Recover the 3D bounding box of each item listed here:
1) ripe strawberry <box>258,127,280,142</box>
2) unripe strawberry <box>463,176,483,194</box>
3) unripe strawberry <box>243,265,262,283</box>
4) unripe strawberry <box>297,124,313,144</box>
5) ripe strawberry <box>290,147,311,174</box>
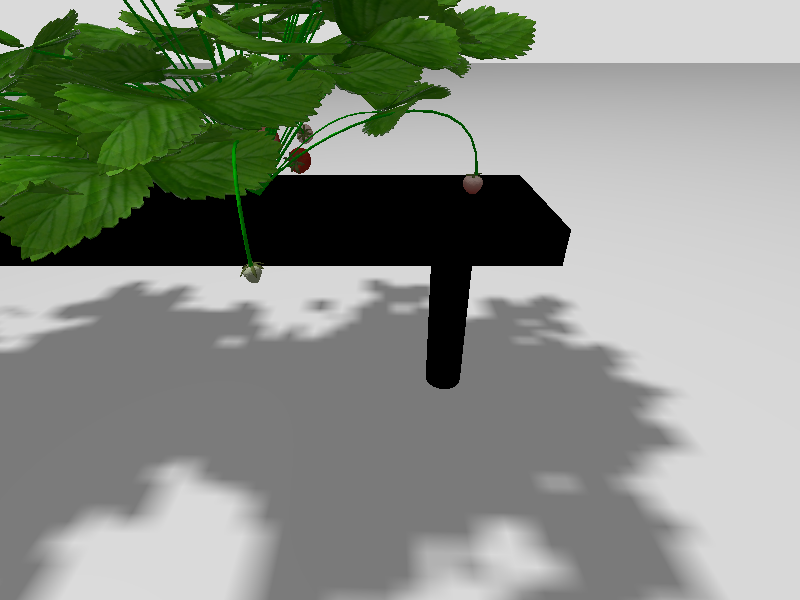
[{"bbox_3d":[-0.159,-0.183,0.462,0.040,0.042,0.043,-7,32,-12],"label":"ripe strawberry"},{"bbox_3d":[0.063,-0.100,0.347,0.017,0.016,0.015,0,32,1],"label":"unripe strawberry"},{"bbox_3d":[-0.073,-0.013,0.197,0.009,0.010,0.010,-9,33,-14],"label":"unripe strawberry"},{"bbox_3d":[-0.126,-0.221,0.535,0.022,0.025,0.024,0,17,0],"label":"unripe strawberry"},{"bbox_3d":[-0.101,-0.144,0.410,0.023,0.026,0.025,10,33,15],"label":"ripe strawberry"}]
